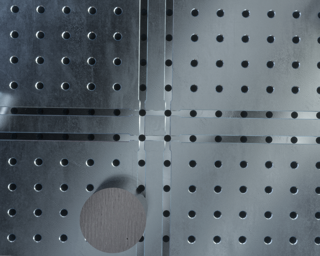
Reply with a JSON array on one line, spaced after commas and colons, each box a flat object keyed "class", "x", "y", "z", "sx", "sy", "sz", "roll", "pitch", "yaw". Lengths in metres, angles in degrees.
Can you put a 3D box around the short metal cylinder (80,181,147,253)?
[{"class": "short metal cylinder", "x": -0.057, "y": 0.112, "z": 0.400, "sx": 0.081, "sy": 0.050, "sz": 0.079, "roll": 0, "pitch": 90, "yaw": -1}]
